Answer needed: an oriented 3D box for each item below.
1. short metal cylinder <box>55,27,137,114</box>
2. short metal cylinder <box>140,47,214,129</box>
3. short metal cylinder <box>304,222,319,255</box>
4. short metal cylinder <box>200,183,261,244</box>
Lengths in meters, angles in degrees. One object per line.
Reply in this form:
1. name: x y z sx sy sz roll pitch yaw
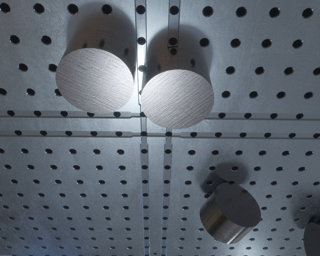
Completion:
1. short metal cylinder: -0.068 -0.062 0.341 0.081 0.050 0.079 0 130 0
2. short metal cylinder: 0.019 -0.045 0.357 0.081 0.050 0.079 0 130 0
3. short metal cylinder: 0.304 0.213 0.560 0.050 0.080 0.079 2 130 -2
4. short metal cylinder: 0.111 0.134 0.491 0.081 0.080 0.050 17 128 -14
